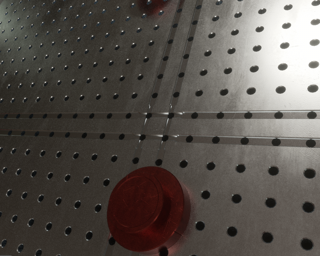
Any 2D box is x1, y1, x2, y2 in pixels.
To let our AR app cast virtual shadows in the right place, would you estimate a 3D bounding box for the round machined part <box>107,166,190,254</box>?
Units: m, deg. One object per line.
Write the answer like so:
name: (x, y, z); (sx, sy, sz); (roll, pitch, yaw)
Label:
round machined part: (-0.019, 0.089, 0.352); (0.098, 0.042, 0.098); (-13, 56, 20)
